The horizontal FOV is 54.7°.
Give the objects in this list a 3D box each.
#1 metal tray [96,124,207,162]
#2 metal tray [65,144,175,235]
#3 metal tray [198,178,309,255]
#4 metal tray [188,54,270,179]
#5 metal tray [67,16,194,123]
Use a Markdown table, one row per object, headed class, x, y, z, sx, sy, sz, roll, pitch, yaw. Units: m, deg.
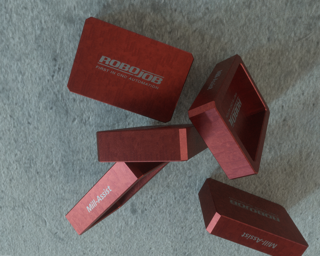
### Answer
| class | x | y | z | sx | sy | sz | roll | pitch | yaw |
| --- | --- | --- | --- | --- | --- | --- | --- | --- | --- |
| metal tray | 0.001 | 0.013 | 0.346 | 0.090 | 0.130 | 0.030 | -3 | 92 | 19 |
| metal tray | -0.048 | 0.072 | 0.385 | 0.030 | 0.090 | 0.129 | 50 | 118 | 11 |
| metal tray | 0.122 | 0.123 | 0.422 | 0.131 | 0.090 | 0.030 | 22 | 109 | -8 |
| metal tray | 0.084 | -0.017 | 0.348 | 0.030 | 0.131 | 0.090 | -22 | 111 | 35 |
| metal tray | -0.035 | -0.069 | 0.378 | 0.131 | 0.030 | 0.089 | 18 | 105 | -7 |
